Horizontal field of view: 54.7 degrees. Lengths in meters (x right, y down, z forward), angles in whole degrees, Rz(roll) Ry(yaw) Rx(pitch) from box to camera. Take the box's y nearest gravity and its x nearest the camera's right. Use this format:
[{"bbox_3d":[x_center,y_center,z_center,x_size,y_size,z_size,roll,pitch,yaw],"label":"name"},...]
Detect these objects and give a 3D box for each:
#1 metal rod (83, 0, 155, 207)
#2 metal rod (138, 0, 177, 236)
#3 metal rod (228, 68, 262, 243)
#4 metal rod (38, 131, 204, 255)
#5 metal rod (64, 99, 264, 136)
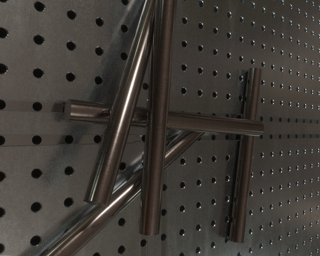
[{"bbox_3d":[-0.030,-0.062,0.354,0.025,0.025,0.299,31,61,-36],"label":"metal rod"},{"bbox_3d":[-0.002,-0.029,0.360,0.025,0.025,0.298,6,87,-40],"label":"metal rod"},{"bbox_3d":[0.149,0.043,0.537,0.025,0.025,0.298,14,81,-40],"label":"metal rod"},{"bbox_3d":[-0.035,0.074,0.381,0.302,0.025,0.025,-39,114,-33],"label":"metal rod"},{"bbox_3d":[0.029,-0.009,0.410,0.302,0.025,0.025,4,87,-33],"label":"metal rod"}]
